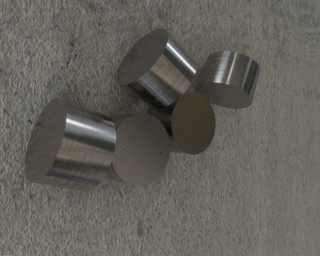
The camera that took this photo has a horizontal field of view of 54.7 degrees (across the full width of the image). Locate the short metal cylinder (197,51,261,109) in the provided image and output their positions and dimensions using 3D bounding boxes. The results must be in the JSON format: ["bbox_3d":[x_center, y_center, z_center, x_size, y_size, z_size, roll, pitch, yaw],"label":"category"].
[{"bbox_3d":[0.100,-0.068,0.452,0.080,0.080,0.050,30,71,-36],"label":"short metal cylinder"}]

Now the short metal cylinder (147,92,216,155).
[{"bbox_3d":[0.028,-0.006,0.412,0.081,0.050,0.080,0,90,-40],"label":"short metal cylinder"}]

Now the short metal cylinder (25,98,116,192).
[{"bbox_3d":[-0.086,0.017,0.296,0.050,0.080,0.080,22,76,-38],"label":"short metal cylinder"}]

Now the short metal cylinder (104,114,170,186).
[{"bbox_3d":[-0.035,0.024,0.359,0.081,0.050,0.080,0,90,-40],"label":"short metal cylinder"}]

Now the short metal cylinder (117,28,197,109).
[{"bbox_3d":[-0.004,-0.069,0.365,0.050,0.080,0.080,38,67,-34],"label":"short metal cylinder"}]
